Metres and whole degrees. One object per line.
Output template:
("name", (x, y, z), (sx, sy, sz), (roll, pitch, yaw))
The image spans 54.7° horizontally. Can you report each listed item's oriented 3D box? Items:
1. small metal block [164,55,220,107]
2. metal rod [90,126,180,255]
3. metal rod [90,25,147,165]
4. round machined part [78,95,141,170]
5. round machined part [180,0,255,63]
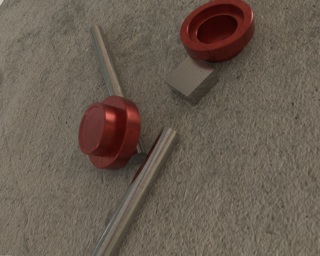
("small metal block", (0.043, -0.065, 0.421), (0.050, 0.025, 0.050), (-46, 51, -4))
("metal rod", (-0.057, 0.130, 0.353), (0.025, 0.025, 0.300), (19, 71, 35))
("metal rod", (-0.073, -0.071, 0.485), (0.025, 0.025, 0.300), (-30, 52, 9))
("round machined part", (-0.072, 0.004, 0.403), (0.098, 0.042, 0.098), (-19, 64, 46))
("round machined part", (0.081, -0.129, 0.427), (0.098, 0.042, 0.098), (-12, 54, 18))
